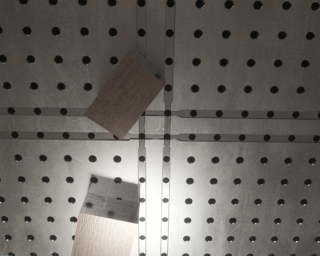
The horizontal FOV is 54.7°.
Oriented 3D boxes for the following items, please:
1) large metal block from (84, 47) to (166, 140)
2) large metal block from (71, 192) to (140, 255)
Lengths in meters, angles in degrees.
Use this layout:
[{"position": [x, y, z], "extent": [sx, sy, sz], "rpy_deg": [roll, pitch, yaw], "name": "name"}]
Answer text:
[{"position": [-0.039, -0.044, 0.367], "extent": [0.050, 0.080, 0.080], "rpy_deg": [35, 106, -12], "name": "large metal block"}, {"position": [-0.079, 0.150, 0.454], "extent": [0.081, 0.050, 0.079], "rpy_deg": [13, 110, -5], "name": "large metal block"}]
